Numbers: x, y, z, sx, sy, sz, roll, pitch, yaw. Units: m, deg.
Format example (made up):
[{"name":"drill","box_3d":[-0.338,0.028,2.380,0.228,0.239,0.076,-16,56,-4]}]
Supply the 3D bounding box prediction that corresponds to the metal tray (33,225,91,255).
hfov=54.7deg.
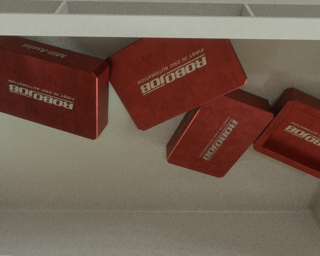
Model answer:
[{"name":"metal tray","box_3d":[-0.187,0.241,0.611,0.091,0.030,0.129,2,130,-2]}]

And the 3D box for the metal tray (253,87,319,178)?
[{"name":"metal tray","box_3d":[0.199,0.014,0.397,0.131,0.030,0.089,24,129,-2]}]

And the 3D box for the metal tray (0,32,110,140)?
[{"name":"metal tray","box_3d":[-0.123,-0.045,0.343,0.131,0.030,0.089,16,130,7]}]

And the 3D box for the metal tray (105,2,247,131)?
[{"name":"metal tray","box_3d":[0.014,-0.063,0.333,0.130,0.030,0.090,-24,106,19]}]

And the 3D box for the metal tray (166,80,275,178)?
[{"name":"metal tray","box_3d":[0.074,0.006,0.412,0.091,0.030,0.129,18,128,-15]}]
